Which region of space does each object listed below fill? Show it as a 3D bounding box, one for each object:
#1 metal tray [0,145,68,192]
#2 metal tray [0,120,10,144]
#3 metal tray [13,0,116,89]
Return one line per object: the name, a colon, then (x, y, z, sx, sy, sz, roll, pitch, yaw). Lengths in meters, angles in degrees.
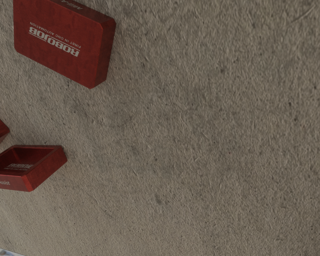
metal tray: (-0.237, 0.065, 0.530, 0.130, 0.090, 0.030, -1, 118, 29)
metal tray: (-0.351, 0.007, 0.593, 0.090, 0.030, 0.130, 49, 129, -7)
metal tray: (-0.126, -0.118, 0.397, 0.130, 0.030, 0.089, 27, 128, 11)
